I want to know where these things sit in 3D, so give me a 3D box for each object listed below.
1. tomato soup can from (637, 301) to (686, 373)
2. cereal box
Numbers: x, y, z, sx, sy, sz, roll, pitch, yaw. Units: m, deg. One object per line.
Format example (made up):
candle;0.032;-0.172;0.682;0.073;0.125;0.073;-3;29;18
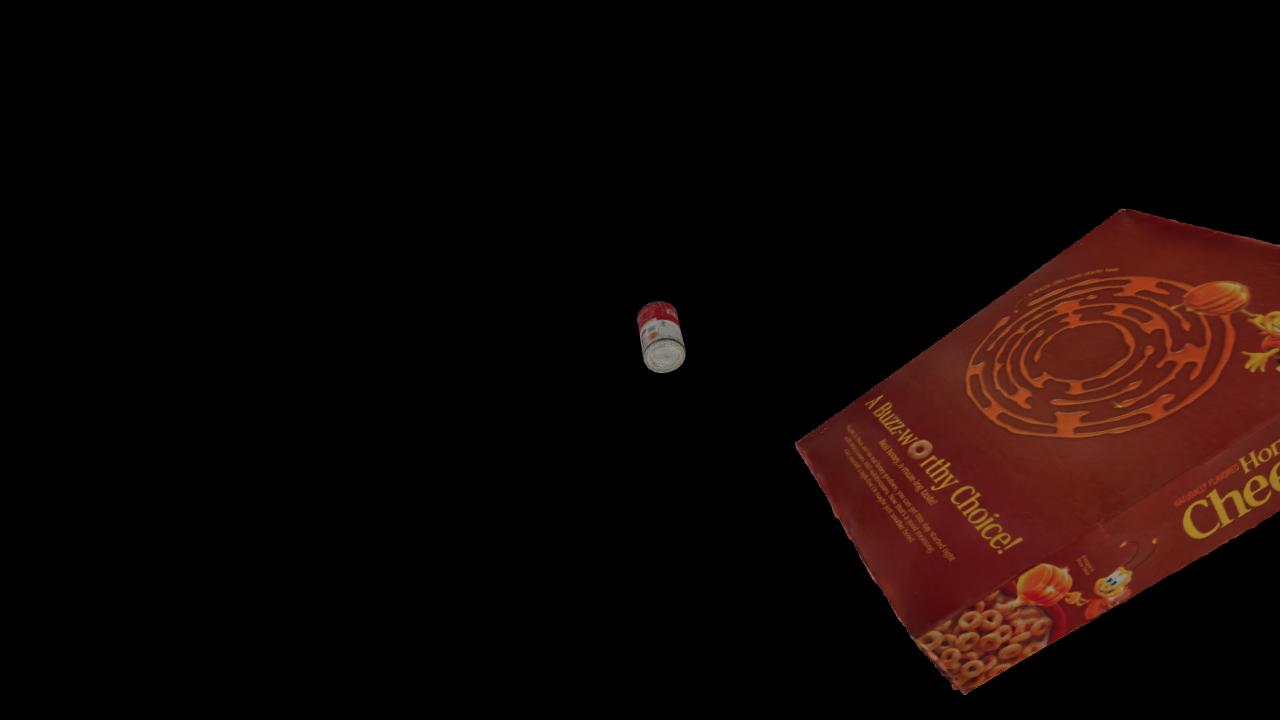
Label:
tomato soup can;0.033;-0.036;0.963;0.068;0.068;0.101;0;40;-6
cereal box;0.274;0.042;0.405;0.306;0.081;0.203;-38;23;11
